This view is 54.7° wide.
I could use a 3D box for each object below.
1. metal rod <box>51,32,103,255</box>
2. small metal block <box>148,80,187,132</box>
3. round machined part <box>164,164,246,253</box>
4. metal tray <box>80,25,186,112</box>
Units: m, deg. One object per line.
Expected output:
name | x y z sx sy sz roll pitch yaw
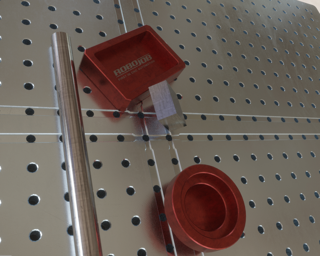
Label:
metal rod | -0.097 0.013 0.348 0.025 0.025 0.299 0 62 -29
small metal block | 0.011 -0.028 0.415 0.050 0.025 0.050 43 29 -63
round machined part | 0.049 0.096 0.367 0.099 0.042 0.098 14 56 -21
metal tray | -0.035 -0.090 0.442 0.090 0.030 0.131 48 51 5
